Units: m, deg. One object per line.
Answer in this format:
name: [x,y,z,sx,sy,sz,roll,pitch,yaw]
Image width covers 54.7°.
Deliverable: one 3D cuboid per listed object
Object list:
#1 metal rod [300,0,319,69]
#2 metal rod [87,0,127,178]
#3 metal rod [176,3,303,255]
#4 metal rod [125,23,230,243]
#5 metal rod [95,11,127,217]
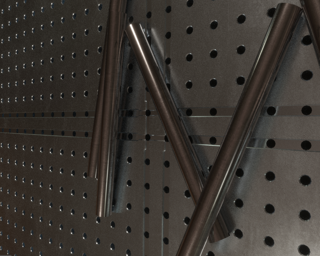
metal rod: [0.167,-0.009,0.270,0.025,0.025,0.298,-19,78,38]
metal rod: [-0.080,-0.071,0.472,0.025,0.025,0.298,15,99,38]
metal rod: [0.076,0.021,0.324,0.025,0.025,0.298,26,100,36]
metal rod: [0.015,-0.007,0.394,0.025,0.025,0.299,-34,69,34]
metal rod: [-0.073,-0.014,0.457,0.025,0.025,0.298,12,101,39]
